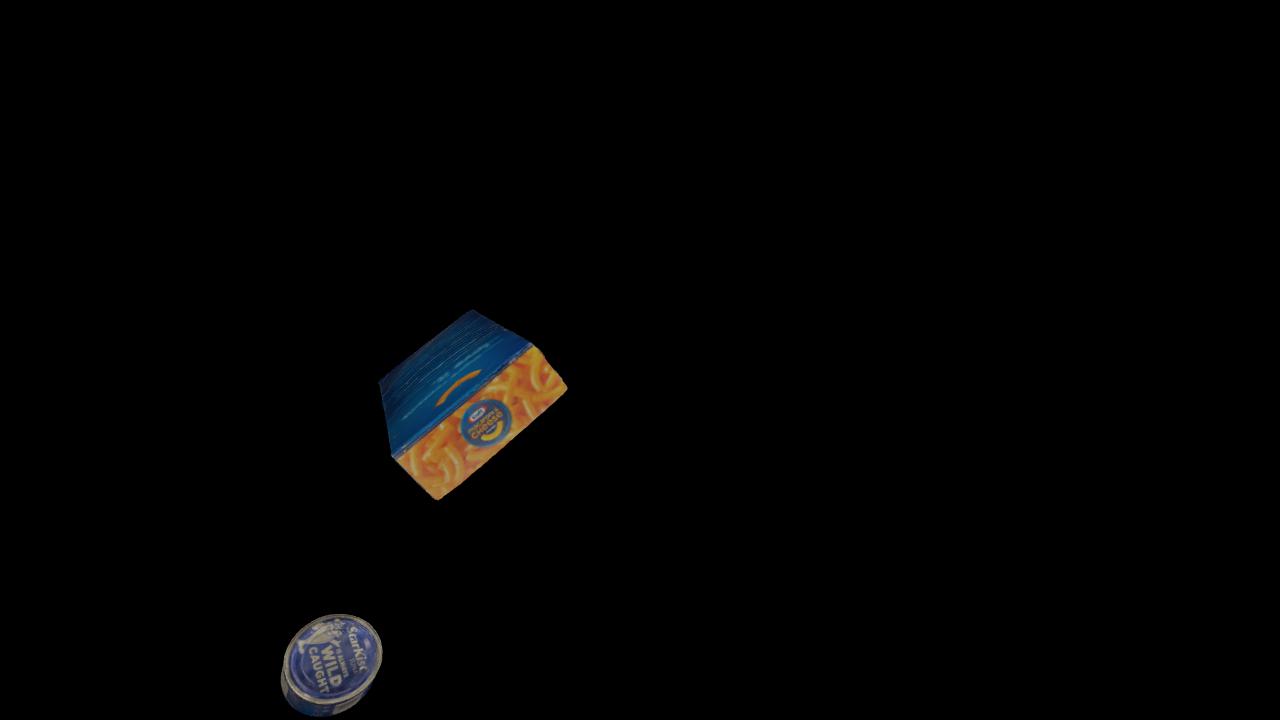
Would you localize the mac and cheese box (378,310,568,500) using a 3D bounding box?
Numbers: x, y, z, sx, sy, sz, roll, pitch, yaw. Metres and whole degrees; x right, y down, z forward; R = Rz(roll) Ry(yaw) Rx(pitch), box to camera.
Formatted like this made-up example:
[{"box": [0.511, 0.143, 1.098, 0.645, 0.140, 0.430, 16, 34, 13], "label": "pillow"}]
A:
[{"box": [-0.118, 0.016, 0.400, 0.093, 0.041, 0.184, -40, 24, -13], "label": "mac and cheese box"}]

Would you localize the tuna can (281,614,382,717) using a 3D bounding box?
[{"box": [-0.291, 0.288, 0.582, 0.084, 0.034, 0.084, 20, 34, -14], "label": "tuna can"}]
